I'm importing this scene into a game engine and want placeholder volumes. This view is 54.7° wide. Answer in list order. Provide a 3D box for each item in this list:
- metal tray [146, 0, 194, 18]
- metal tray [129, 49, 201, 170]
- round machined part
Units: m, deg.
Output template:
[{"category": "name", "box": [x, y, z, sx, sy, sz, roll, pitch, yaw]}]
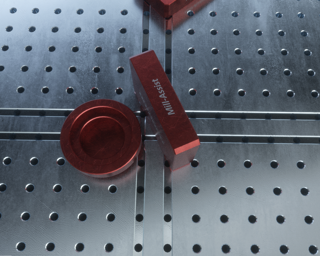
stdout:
[{"category": "metal tray", "box": [0.029, -0.247, 0.499, 0.130, 0.030, 0.090, -39, 75, -13]}, {"category": "metal tray", "box": [0.003, -0.020, 0.384, 0.030, 0.090, 0.130, -23, 72, -8]}, {"category": "round machined part", "box": [-0.072, 0.015, 0.396, 0.099, 0.042, 0.098, 0, 70, -1]}]
